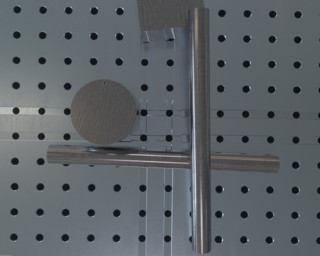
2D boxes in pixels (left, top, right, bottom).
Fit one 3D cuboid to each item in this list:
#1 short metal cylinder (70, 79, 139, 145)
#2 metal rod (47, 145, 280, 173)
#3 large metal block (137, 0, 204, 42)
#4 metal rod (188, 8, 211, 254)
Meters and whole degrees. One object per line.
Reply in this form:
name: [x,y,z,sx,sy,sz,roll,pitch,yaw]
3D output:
short metal cylinder: [-0.068,-0.019,0.400,0.081,0.050,0.079,0,90,0]
metal rod: [0.005,0.041,0.413,0.302,0.025,0.025,3,90,0]
large metal block: [0.012,-0.161,0.401,0.081,0.050,0.080,-6,90,0]
metal rod: [0.050,0.010,0.382,0.025,0.025,0.298,-2,98,0]
